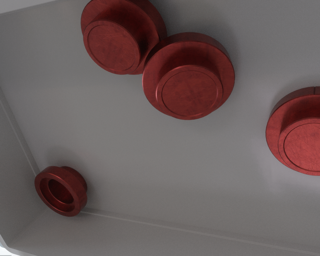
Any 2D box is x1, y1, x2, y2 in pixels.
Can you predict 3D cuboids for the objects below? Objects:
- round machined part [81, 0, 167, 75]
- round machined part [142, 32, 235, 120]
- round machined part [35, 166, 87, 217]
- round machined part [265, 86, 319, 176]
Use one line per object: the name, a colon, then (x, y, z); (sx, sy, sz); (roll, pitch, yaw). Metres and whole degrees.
round machined part: (-0.045, -0.098, 0.345); (0.098, 0.042, 0.097); (15, 140, 14)
round machined part: (0.030, -0.047, 0.329); (0.099, 0.042, 0.097); (0, 131, 0)
round machined part: (-0.171, 0.108, 0.554); (0.098, 0.042, 0.097); (13, 124, 21)
round machined part: (0.160, 0.010, 0.319); (0.098, 0.042, 0.097); (13, 124, 21)
